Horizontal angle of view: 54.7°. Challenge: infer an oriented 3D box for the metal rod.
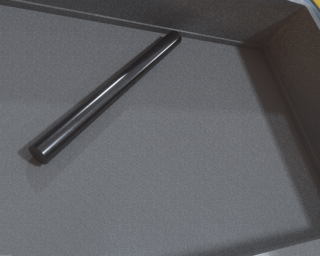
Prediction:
[{"bbox_3d":[-0.051,-0.060,0.416,0.025,0.025,0.301,41,51,-1],"label":"metal rod"}]
